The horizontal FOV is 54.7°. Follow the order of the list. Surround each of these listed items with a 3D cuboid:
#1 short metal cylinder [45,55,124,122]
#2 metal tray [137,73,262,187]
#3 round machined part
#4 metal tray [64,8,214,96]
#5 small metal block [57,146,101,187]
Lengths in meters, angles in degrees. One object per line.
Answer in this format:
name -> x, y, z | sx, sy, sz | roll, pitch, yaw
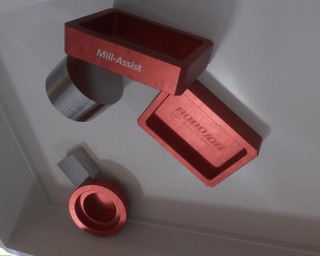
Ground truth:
short metal cylinder -> -0.093, -0.054, 0.387 | 0.050, 0.080, 0.080 | -30, 102, 37
metal tray -> 0.046, 0.004, 0.382 | 0.130, 0.030, 0.090 | 42, 129, -1
round machined part -> -0.096, 0.126, 0.513 | 0.098, 0.042, 0.097 | 4, 109, 11
metal tray -> -0.020, -0.085, 0.323 | 0.130, 0.090, 0.030 | 23, 127, 14
small metal block -> -0.136, 0.065, 0.518 | 0.050, 0.025, 0.050 | -29, 103, 37
